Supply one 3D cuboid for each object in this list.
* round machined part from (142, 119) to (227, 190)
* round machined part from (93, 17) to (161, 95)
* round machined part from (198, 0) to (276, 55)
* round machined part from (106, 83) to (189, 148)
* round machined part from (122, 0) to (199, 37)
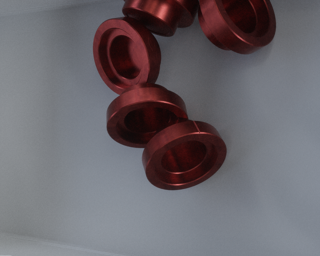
[{"bbox_3d":[0.026,0.028,0.372,0.098,0.098,0.042,-38,43,16],"label":"round machined part"},{"bbox_3d":[-0.037,-0.092,0.399,0.098,0.042,0.097,20,124,33],"label":"round machined part"},{"bbox_3d":[0.083,-0.128,0.353,0.042,0.099,0.098,-25,80,54],"label":"round machined part"},{"bbox_3d":[-0.016,-0.018,0.384,0.098,0.098,0.042,-21,53,18],"label":"round machined part"},{"bbox_3d":[-0.006,-0.144,0.371,0.098,0.098,0.042,23,90,18],"label":"round machined part"}]
